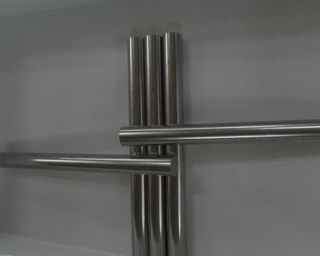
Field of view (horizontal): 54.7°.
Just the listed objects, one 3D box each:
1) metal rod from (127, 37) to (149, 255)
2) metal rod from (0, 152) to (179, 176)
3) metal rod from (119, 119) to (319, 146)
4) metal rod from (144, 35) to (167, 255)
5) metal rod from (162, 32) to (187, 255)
[{"bbox_3d":[-0.028,0.030,0.418,0.025,0.025,0.298,-2,89,19],"label":"metal rod"},{"bbox_3d":[-0.119,0.048,0.432,0.301,0.025,0.025,-1,90,25],"label":"metal rod"},{"bbox_3d":[0.100,0.005,0.355,0.301,0.025,0.025,-2,89,13],"label":"metal rod"},{"bbox_3d":[-0.005,0.029,0.410,0.025,0.025,0.298,-2,89,19],"label":"metal rod"},{"bbox_3d":[0.019,0.028,0.402,0.025,0.025,0.298,-2,89,19],"label":"metal rod"}]
